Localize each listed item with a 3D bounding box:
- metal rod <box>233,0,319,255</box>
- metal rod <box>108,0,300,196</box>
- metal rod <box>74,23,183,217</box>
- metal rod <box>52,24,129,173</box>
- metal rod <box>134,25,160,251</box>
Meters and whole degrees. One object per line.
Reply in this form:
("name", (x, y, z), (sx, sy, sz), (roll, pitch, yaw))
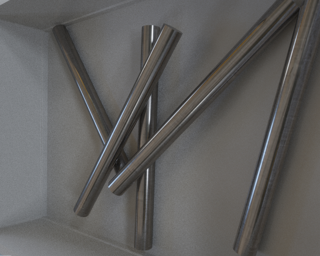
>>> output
("metal rod", (0.122, -0.012, 0.306), (0.025, 0.025, 0.298), (20, 103, 38))
("metal rod", (0.034, -0.021, 0.359), (0.299, 0.025, 0.025), (-47, 62, 23))
("metal rod", (-0.052, 0.005, 0.415), (0.025, 0.025, 0.298), (43, 116, 31))
("metal rod", (-0.115, -0.054, 0.501), (0.025, 0.025, 0.299), (-42, 65, 32))
("metal rod", (-0.018, 0.014, 0.421), (0.025, 0.025, 0.298), (4, 92, 40))
